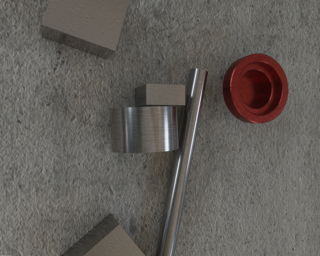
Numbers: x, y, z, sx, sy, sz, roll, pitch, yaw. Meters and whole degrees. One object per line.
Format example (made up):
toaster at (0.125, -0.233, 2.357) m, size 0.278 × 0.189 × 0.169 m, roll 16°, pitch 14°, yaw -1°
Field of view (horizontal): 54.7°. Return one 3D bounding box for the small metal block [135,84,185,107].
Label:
small metal block at (-0.001, -0.040, 0.396) m, size 0.050 × 0.050 × 0.025 m, roll -1°, pitch 91°, yaw -20°

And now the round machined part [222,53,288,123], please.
round machined part at (0.133, -0.055, 0.451) m, size 0.099 × 0.042 × 0.097 m, roll 0°, pitch 90°, yaw -21°

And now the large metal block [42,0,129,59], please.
large metal block at (-0.086, -0.136, 0.364) m, size 0.081 × 0.050 × 0.080 m, roll 16°, pitch 85°, yaw -20°

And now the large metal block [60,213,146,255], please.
large metal block at (-0.062, 0.165, 0.374) m, size 0.080 × 0.050 × 0.080 m, roll -39°, pitch 103°, yaw -16°

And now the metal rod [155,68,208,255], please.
metal rod at (0.026, 0.067, 0.419) m, size 0.025 × 0.025 × 0.298 m, roll 12°, pitch 86°, yaw -20°

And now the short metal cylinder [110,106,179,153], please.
short metal cylinder at (-0.019, 0.001, 0.374) m, size 0.081 × 0.080 × 0.050 m, roll -3°, pitch 91°, yaw -20°
